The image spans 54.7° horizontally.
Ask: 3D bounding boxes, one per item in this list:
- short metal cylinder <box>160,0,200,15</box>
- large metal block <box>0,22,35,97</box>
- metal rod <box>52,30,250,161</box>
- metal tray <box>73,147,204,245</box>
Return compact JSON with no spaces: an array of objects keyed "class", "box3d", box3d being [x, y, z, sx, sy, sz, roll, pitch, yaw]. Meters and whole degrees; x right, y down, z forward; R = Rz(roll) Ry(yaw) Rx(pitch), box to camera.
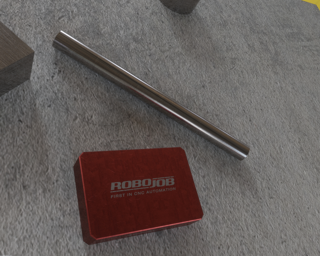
[{"class":"short metal cylinder","box3d":[0.040,-0.257,0.568,0.081,0.050,0.080,14,56,-21]},{"class":"large metal block","box3d":[-0.197,-0.074,0.328,0.080,0.050,0.080,42,51,0]},{"class":"metal rod","box3d":[-0.005,-0.040,0.426,0.301,0.025,0.025,31,52,-9]},{"class":"metal tray","box3d":[-0.023,0.070,0.347,0.131,0.030,0.090,-1,62,-29]}]
